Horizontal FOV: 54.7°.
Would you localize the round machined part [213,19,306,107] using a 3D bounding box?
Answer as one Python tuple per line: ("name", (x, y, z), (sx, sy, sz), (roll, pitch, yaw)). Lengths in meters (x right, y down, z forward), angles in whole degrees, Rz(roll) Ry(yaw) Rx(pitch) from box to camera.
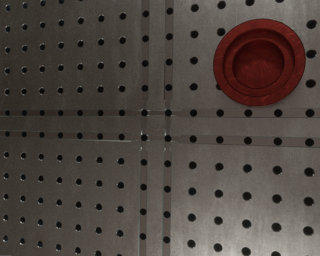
("round machined part", (0.115, -0.073, 0.363), (0.098, 0.042, 0.097), (0, 90, 19))
